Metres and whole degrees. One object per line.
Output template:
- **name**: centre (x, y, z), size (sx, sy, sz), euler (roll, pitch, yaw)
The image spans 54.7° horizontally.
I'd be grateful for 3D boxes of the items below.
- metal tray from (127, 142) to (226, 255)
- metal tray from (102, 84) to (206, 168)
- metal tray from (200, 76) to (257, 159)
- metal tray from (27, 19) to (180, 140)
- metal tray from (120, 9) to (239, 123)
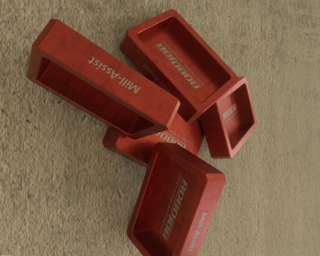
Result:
- **metal tray**: centre (0.013, 0.091, 0.352), size (0.030, 0.090, 0.129), euler (7, 106, -40)
- **metal tray**: centre (-0.001, 0.008, 0.404), size (0.130, 0.030, 0.090), euler (32, 70, -36)
- **metal tray**: centre (0.107, -0.020, 0.474), size (0.131, 0.030, 0.089), euler (-35, 112, -50)
- **metal tray**: centre (-0.057, -0.037, 0.297), size (0.130, 0.090, 0.030), euler (32, 69, -18)
- **metal tray**: centre (0.026, -0.081, 0.388), size (0.130, 0.030, 0.091), euler (48, 56, 4)
